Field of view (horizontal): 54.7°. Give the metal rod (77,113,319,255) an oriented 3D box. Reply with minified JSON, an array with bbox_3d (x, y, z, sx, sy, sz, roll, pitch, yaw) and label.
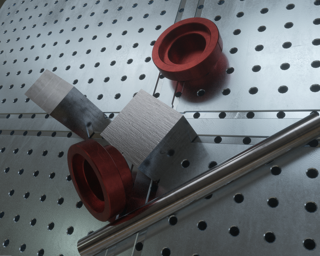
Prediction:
[{"bbox_3d":[0.038,0.069,0.345,0.300,0.025,0.025,-30,52,8],"label":"metal rod"}]

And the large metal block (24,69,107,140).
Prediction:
[{"bbox_3d":[-0.141,-0.034,0.469,0.080,0.080,0.050,31,79,38],"label":"large metal block"}]

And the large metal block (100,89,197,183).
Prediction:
[{"bbox_3d":[-0.014,0.008,0.395,0.080,0.050,0.080,-49,52,-7],"label":"large metal block"}]

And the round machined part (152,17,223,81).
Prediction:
[{"bbox_3d":[0.042,-0.106,0.441,0.098,0.042,0.098,-13,56,21],"label":"round machined part"}]

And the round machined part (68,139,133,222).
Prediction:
[{"bbox_3d":[-0.069,0.059,0.375,0.042,0.097,0.098,-22,41,-35],"label":"round machined part"}]
